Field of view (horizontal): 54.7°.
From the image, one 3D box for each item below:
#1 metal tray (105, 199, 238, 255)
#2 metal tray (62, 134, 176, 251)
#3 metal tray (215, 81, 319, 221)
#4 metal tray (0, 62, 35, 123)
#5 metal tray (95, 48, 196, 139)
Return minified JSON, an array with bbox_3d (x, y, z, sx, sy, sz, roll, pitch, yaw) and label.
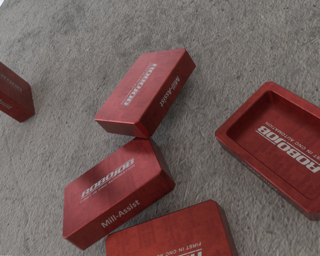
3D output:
[{"bbox_3d":[0.011,0.137,0.311,0.130,0.030,0.090,-23,53,14],"label":"metal tray"},{"bbox_3d":[-0.053,0.070,0.366,0.130,0.030,0.090,-35,31,5],"label":"metal tray"},{"bbox_3d":[0.133,0.017,0.319,0.090,0.030,0.130,-44,51,-3],"label":"metal tray"},{"bbox_3d":[-0.277,-0.076,0.528,0.030,0.130,0.090,-33,52,7],"label":"metal tray"},{"bbox_3d":[-0.019,-0.050,0.418,0.090,0.030,0.130,6,55,44],"label":"metal tray"}]
